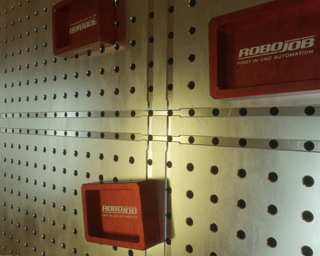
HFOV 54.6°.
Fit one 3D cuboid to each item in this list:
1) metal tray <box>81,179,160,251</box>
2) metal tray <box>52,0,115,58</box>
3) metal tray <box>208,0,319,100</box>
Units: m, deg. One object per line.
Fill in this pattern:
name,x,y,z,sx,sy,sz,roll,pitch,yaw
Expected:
metal tray,-0.063,0.125,0.459,0.130,0.030,0.090,-10,84,39
metal tray,-0.130,-0.173,0.514,0.130,0.030,0.090,-3,88,40
metal tray,0.113,-0.078,0.312,0.130,0.030,0.090,-2,89,40
